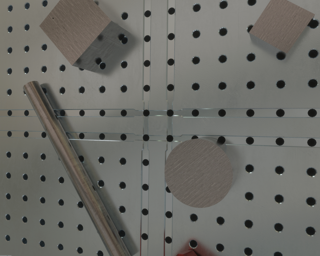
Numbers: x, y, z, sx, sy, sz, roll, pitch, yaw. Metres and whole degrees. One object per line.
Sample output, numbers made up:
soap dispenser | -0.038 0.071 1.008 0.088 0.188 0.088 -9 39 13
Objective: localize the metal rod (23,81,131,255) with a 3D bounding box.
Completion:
metal rod | -0.126 0.060 0.456 0.025 0.025 0.299 -34 79 17

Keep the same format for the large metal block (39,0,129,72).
large metal block | -0.107 -0.140 0.437 0.080 0.050 0.080 -44 77 14

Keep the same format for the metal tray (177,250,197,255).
metal tray | 0.046 0.230 0.375 0.130 0.030 0.090 45 104 30

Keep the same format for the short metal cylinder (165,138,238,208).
short metal cylinder | 0.052 0.052 0.381 0.080 0.050 0.080 0 90 20

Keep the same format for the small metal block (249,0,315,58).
small metal block | 0.141 -0.118 0.363 0.050 0.025 0.050 36 101 16
